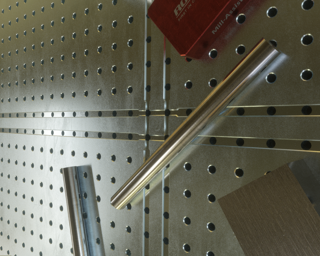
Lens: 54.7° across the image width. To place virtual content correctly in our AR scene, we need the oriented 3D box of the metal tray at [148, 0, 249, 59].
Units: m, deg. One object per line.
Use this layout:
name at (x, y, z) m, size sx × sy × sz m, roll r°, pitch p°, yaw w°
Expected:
metal tray at (0.051, -0.158, 0.362) m, size 0.129 × 0.030 × 0.090 m, roll -48°, pitch 62°, yaw 29°

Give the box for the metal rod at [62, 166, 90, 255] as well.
metal rod at (-0.130, 0.213, 0.513) m, size 0.025 × 0.025 × 0.298 m, roll -17°, pitch 79°, yaw 38°

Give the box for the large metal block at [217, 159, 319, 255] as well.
large metal block at (0.116, 0.085, 0.296) m, size 0.080 × 0.050 × 0.080 m, roll -39°, pitch 67°, yaw 33°

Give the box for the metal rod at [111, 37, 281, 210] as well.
metal rod at (0.026, 0.013, 0.386) m, size 0.299 × 0.025 × 0.025 m, roll -48°, pitch 62°, yaw 29°
